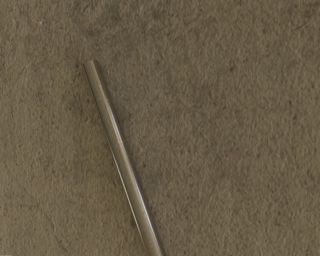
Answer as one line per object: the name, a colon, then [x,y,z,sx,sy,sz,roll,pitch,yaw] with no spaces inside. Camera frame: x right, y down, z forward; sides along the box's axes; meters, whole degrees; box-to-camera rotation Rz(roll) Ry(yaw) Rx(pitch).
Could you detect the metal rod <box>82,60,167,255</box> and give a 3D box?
metal rod: [-0.049,0.048,0.425,0.025,0.025,0.299,-22,83,18]
